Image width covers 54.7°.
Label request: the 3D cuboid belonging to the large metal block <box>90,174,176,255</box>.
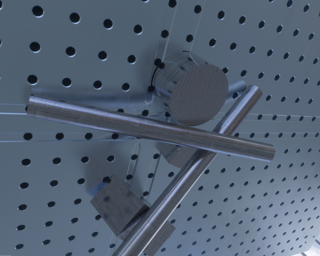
[{"bbox_3d":[-0.037,0.120,0.426,0.050,0.080,0.080,-49,130,-9],"label":"large metal block"}]

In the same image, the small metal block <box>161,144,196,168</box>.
[{"bbox_3d":[0.039,0.033,0.456,0.050,0.025,0.050,28,103,-38],"label":"small metal block"}]

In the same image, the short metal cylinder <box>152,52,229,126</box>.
[{"bbox_3d":[0.037,-0.049,0.387,0.081,0.050,0.079,-14,125,-21],"label":"short metal cylinder"}]

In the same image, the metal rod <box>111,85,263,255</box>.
[{"bbox_3d":[0.047,0.050,0.404,0.301,0.025,0.025,-48,133,-22],"label":"metal rod"}]

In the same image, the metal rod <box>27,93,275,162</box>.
[{"bbox_3d":[0.005,0.005,0.369,0.302,0.025,0.025,12,113,-18],"label":"metal rod"}]
